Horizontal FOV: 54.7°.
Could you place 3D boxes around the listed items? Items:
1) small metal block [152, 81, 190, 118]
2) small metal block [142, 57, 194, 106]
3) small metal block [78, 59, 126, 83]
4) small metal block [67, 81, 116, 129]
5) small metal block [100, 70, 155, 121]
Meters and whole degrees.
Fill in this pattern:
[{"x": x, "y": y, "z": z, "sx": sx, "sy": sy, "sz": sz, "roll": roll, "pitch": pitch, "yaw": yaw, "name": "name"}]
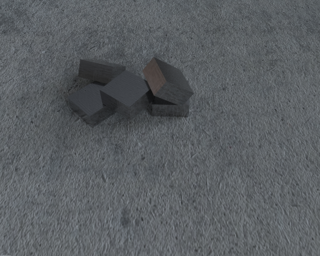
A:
[{"x": 0.015, "y": -0.042, "z": 0.440, "sx": 0.050, "sy": 0.025, "sz": 0.050, "roll": 2, "pitch": 50, "yaw": 1, "name": "small metal block"}, {"x": 0.010, "y": -0.061, "z": 0.407, "sx": 0.050, "sy": 0.025, "sz": 0.050, "roll": 17, "pitch": 37, "yaw": -41, "name": "small metal block"}, {"x": -0.085, "y": -0.084, "z": 0.459, "sx": 0.050, "sy": 0.025, "sz": 0.050, "roll": 15, "pitch": 15, "yaw": 11, "name": "small metal block"}, {"x": -0.091, "y": -0.034, "z": 0.432, "sx": 0.050, "sy": 0.025, "sz": 0.050, "roll": 38, "pitch": 59, "yaw": 27, "name": "small metal block"}, {"x": -0.042, "y": -0.044, "z": 0.407, "sx": 0.050, "sy": 0.025, "sz": 0.050, "roll": 31, "pitch": 56, "yaw": 23, "name": "small metal block"}]
